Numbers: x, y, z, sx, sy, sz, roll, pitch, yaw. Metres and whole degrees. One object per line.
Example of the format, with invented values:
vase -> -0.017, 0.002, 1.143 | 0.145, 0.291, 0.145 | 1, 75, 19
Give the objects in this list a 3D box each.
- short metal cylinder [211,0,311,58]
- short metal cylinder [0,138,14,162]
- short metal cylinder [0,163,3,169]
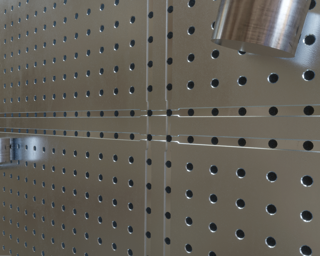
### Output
short metal cylinder -> 0.094, -0.101, 0.296 | 0.080, 0.081, 0.050 | 21, 103, 38
short metal cylinder -> -0.363, 0.048, 0.674 | 0.080, 0.081, 0.050 | -2, 89, 40
short metal cylinder -> -0.415, 0.063, 0.736 | 0.080, 0.050, 0.079 | 0, 90, 40
